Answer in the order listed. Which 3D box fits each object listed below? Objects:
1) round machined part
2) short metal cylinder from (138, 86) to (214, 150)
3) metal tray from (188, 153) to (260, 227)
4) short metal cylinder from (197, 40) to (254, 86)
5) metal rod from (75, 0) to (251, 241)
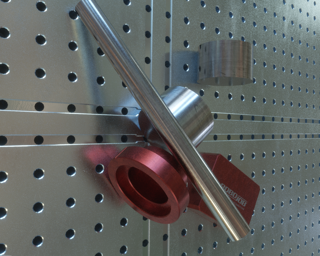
[{"bbox_3d":[-0.008,0.059,0.355,0.042,0.098,0.098,-45,117,-38],"label":"round machined part"},{"bbox_3d":[0.020,-0.006,0.390,0.050,0.080,0.080,-43,116,-32],"label":"short metal cylinder"},{"bbox_3d":[0.104,0.107,0.493,0.130,0.030,0.090,37,67,-34],"label":"metal tray"},{"bbox_3d":[0.095,-0.092,0.452,0.081,0.080,0.050,2,89,-40],"label":"short metal cylinder"},{"bbox_3d":[0.001,-0.012,0.334,0.025,0.025,0.299,-32,87,-35],"label":"metal rod"}]
